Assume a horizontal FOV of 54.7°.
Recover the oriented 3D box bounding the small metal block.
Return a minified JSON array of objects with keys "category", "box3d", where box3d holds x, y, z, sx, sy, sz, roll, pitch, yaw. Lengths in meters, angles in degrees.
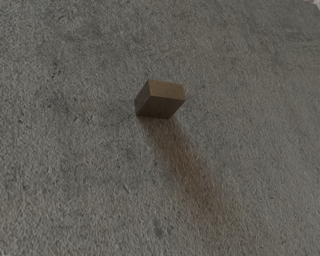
[{"category":"small metal block","box3d":[-0.001,-0.037,0.412,0.050,0.050,0.025,5,60,-26]}]
